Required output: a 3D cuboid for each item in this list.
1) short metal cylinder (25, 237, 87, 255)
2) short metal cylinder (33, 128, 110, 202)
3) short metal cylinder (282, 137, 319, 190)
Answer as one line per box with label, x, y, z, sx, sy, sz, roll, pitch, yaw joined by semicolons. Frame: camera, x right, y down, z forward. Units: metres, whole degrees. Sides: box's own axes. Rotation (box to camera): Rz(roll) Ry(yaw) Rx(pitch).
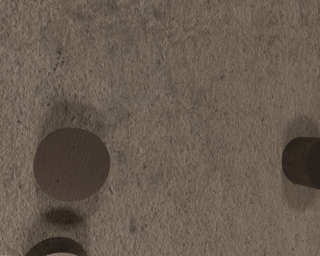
short metal cylinder;-0.119;0.172;0.353;0.081;0.050;0.079;0;90;-20
short metal cylinder;-0.102;0.040;0.358;0.081;0.050;0.079;0;90;-21
short metal cylinder;0.242;0.054;0.488;0.081;0.050;0.079;0;90;-21
